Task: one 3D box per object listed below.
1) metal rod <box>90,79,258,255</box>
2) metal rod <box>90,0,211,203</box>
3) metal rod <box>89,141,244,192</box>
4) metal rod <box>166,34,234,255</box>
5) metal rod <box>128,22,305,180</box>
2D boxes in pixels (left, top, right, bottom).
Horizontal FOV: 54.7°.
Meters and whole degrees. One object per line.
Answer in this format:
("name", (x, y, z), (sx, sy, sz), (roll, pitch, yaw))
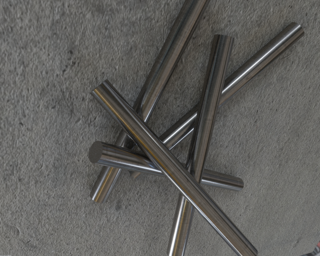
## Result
("metal rod", (0.027, 0.063, 0.382), (0.025, 0.025, 0.300), (-41, 105, 0))
("metal rod", (-0.016, -0.033, 0.377), (0.025, 0.025, 0.298), (16, 110, -35))
("metal rod", (0.033, 0.062, 0.438), (0.302, 0.025, 0.025), (20, 108, -44))
("metal rod", (0.050, 0.031, 0.406), (0.025, 0.025, 0.298), (6, 101, -31))
("metal rod", (0.075, -0.037, 0.424), (0.300, 0.025, 0.025), (-41, 129, 0))
